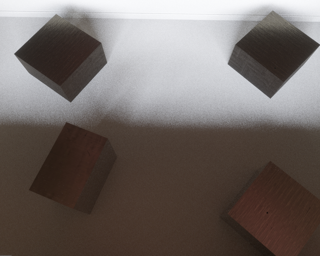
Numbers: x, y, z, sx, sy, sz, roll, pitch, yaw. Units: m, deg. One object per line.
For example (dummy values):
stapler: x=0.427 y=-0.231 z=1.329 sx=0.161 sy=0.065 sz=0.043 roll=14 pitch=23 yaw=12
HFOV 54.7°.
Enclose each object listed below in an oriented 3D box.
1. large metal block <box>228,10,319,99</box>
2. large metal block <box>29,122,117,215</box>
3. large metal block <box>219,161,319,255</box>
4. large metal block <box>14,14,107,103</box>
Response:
large metal block: x=0.157 y=-0.103 z=0.436 sx=0.080 sy=0.050 sz=0.080 roll=43 pitch=75 yaw=14
large metal block: x=-0.095 y=0.050 z=0.361 sx=0.050 sy=0.080 sz=0.080 roll=21 pitch=71 yaw=7
large metal block: x=0.130 y=0.099 z=0.362 sx=0.080 sy=0.050 sz=0.080 roll=40 pitch=75 yaw=13
large metal block: x=-0.134 y=-0.096 z=0.430 sx=0.080 sy=0.050 sz=0.080 roll=34 pitch=73 yaw=11
